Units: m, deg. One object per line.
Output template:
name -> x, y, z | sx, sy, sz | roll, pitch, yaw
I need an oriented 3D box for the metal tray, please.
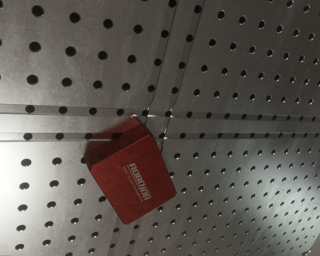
metal tray -> -0.036, 0.068, 0.432 | 0.090, 0.030, 0.129 | -29, 129, -10
